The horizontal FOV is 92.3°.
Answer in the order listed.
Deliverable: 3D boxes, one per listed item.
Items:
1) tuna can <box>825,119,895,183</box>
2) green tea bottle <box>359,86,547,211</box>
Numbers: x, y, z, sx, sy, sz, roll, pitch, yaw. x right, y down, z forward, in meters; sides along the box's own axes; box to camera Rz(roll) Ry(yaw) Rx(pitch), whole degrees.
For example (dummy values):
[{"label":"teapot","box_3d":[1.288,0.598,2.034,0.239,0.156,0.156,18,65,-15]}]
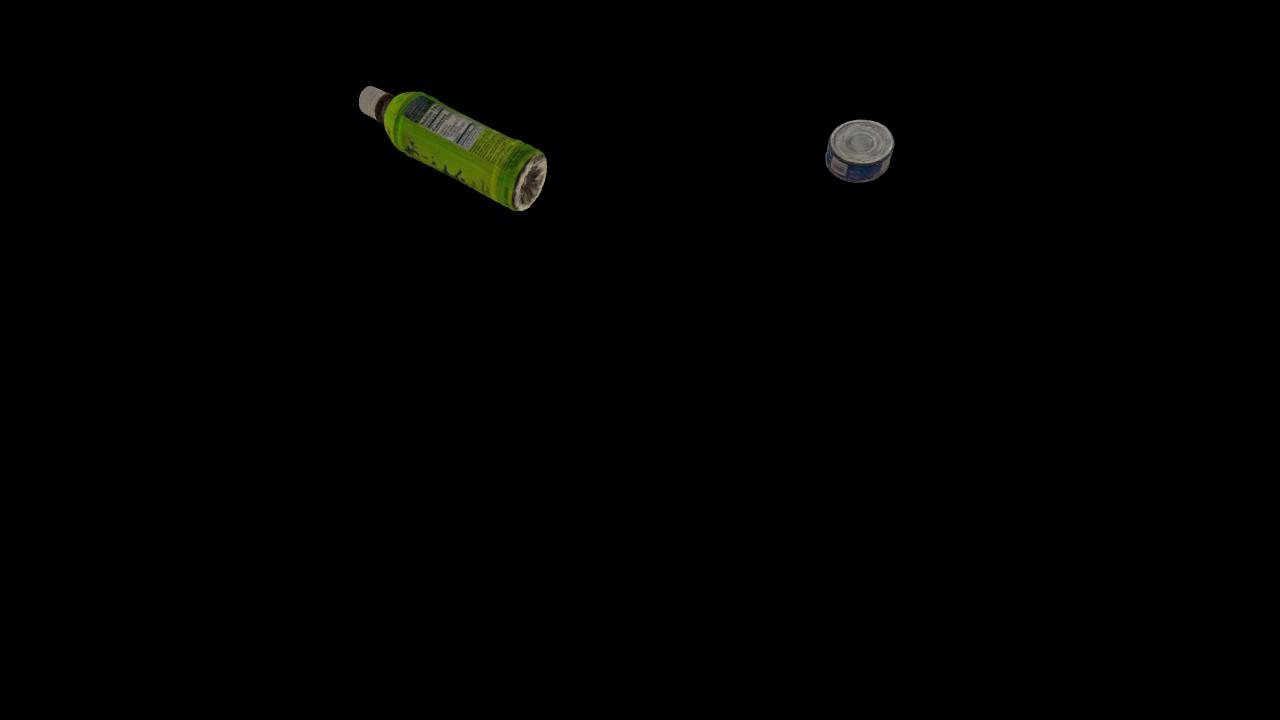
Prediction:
[{"label":"tuna can","box_3d":[0.290,-0.278,0.814,0.084,0.084,0.034,0,-27,9]},{"label":"green tea bottle","box_3d":[-0.204,-0.235,0.657,0.212,0.073,0.073,30,4,7]}]
